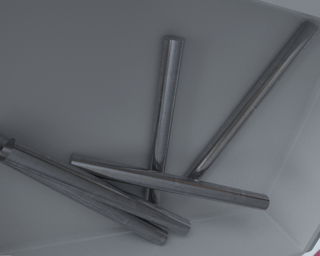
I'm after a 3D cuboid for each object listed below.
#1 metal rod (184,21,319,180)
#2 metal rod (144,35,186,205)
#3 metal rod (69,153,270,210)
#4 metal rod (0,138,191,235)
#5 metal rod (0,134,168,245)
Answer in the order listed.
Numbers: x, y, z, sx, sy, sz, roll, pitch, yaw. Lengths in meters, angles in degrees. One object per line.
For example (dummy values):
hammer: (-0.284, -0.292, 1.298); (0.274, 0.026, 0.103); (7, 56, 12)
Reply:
metal rod: (0.127, -0.025, 0.462); (0.025, 0.025, 0.299); (29, 102, -38)
metal rod: (-0.001, 0.027, 0.424); (0.025, 0.025, 0.298); (-7, 122, -25)
metal rod: (0.027, 0.079, 0.430); (0.302, 0.025, 0.025); (15, 111, -21)
metal rod: (-0.055, 0.089, 0.398); (0.025, 0.025, 0.301); (-49, 130, 6)
metal rod: (-0.092, 0.087, 0.394); (0.025, 0.025, 0.301); (-47, 124, 4)
